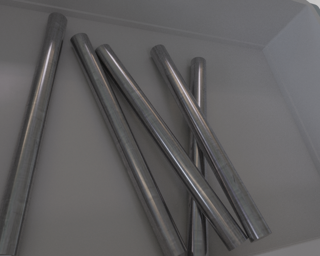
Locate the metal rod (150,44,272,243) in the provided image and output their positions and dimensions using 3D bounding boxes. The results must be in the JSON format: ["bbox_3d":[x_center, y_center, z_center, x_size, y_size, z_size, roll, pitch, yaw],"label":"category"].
[{"bbox_3d":[0.052,-0.001,0.403,0.025,0.025,0.299,-6,55,-31],"label":"metal rod"}]

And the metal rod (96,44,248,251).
[{"bbox_3d":[0.002,0.009,0.380,0.025,0.025,0.299,-21,67,-36],"label":"metal rod"}]

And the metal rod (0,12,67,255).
[{"bbox_3d":[-0.136,-0.018,0.343,0.025,0.025,0.299,13,56,-21],"label":"metal rod"}]

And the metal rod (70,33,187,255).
[{"bbox_3d":[-0.046,0.008,0.375,0.025,0.025,0.299,-15,69,-34],"label":"metal rod"}]

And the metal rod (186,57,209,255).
[{"bbox_3d":[0.052,0.018,0.422,0.025,0.025,0.300,17,55,-18],"label":"metal rod"}]
